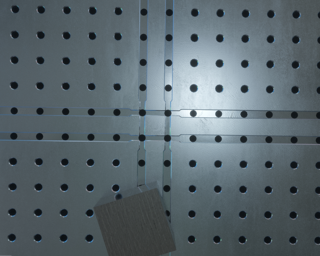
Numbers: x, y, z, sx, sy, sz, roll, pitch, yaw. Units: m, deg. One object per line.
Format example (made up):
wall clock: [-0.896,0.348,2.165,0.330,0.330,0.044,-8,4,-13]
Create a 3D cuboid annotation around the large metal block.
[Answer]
large metal block: [-0.031,0.122,0.401,0.080,0.050,0.080,-17,90,-1]
